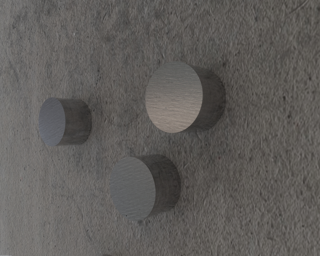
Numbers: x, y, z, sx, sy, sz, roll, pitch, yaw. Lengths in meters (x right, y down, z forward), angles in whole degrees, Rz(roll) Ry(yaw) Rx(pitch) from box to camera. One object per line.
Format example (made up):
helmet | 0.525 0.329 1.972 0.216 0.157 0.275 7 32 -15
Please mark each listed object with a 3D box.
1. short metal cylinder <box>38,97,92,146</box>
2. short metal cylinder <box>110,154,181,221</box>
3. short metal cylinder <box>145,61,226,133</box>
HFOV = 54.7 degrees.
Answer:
short metal cylinder | -0.160 -0.010 0.521 0.080 0.050 0.080 0 90 40
short metal cylinder | -0.020 0.075 0.405 0.080 0.050 0.080 0 90 40
short metal cylinder | 0.030 -0.034 0.364 0.080 0.050 0.080 0 90 40
